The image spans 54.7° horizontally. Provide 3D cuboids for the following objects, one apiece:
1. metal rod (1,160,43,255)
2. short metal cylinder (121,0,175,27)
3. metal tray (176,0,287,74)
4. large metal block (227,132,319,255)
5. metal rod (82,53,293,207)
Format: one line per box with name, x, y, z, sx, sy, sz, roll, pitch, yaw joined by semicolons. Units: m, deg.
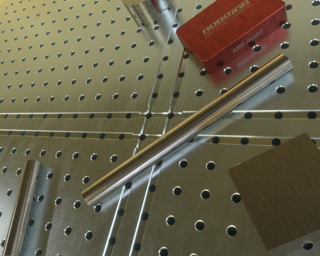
metal rod;-0.193;0.182;0.395;0.025;0.025;0.299;-13;56;21
short metal cylinder;-0.021;-0.224;0.539;0.080;0.050;0.080;-13;56;20
metal tray;0.099;-0.146;0.442;0.130;0.030;0.090;-35;51;4
large metal block;0.122;0.064;0.289;0.080;0.050;0.080;-28;52;10
metal rod;0.030;0.005;0.387;0.300;0.025;0.025;-35;52;4
